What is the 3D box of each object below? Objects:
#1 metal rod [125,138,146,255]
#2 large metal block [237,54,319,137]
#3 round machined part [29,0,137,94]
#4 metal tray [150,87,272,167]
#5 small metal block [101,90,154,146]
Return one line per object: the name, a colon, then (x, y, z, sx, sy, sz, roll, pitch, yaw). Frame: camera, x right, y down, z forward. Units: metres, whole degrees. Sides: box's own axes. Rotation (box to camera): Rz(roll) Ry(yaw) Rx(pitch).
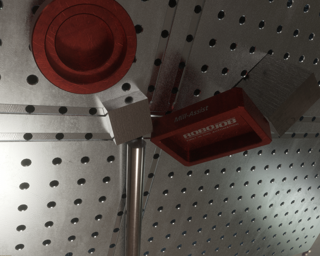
metal rod: (-0.041, 0.149, 0.482, 0.025, 0.025, 0.298, -10, 123, -24)
large metal block: (0.161, -0.047, 0.435, 0.080, 0.080, 0.050, -46, 130, 2)
round machined part: (-0.076, -0.086, 0.306, 0.099, 0.042, 0.097, -14, 125, -21)
metal tray: (0.064, 0.005, 0.401, 0.130, 0.030, 0.090, -21, 138, 31)
small metal block: (-0.039, -0.013, 0.383, 0.050, 0.025, 0.050, -21, 127, -17)
